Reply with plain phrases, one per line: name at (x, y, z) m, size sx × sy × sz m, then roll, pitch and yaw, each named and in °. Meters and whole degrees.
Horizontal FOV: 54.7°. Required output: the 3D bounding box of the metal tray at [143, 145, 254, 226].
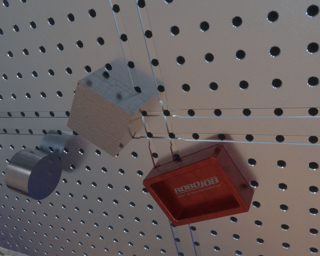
metal tray at (0.050, 0.085, 0.434) m, size 0.130 × 0.030 × 0.090 m, roll -26°, pitch 105°, yaw 37°

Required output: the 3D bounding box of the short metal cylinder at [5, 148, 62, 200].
short metal cylinder at (-0.218, 0.079, 0.540) m, size 0.050 × 0.080 × 0.079 m, roll 14°, pitch 124°, yaw 21°

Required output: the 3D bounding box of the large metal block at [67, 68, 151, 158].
large metal block at (-0.071, -0.021, 0.420) m, size 0.080 × 0.050 × 0.079 m, roll 33°, pitch 129°, yaw 7°
